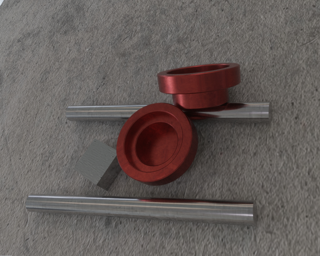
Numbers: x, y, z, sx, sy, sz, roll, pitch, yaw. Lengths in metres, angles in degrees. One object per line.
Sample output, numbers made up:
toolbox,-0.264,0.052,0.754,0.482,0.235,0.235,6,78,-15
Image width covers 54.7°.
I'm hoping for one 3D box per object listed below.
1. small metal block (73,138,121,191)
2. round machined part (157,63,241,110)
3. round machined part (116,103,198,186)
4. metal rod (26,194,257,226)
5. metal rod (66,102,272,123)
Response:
small metal block,-0.079,0.048,0.416,0.050,0.025,0.050,24,74,36
round machined part,0.048,-0.051,0.377,0.099,0.042,0.098,-7,16,2
round machined part,0.000,0.022,0.375,0.098,0.042,0.098,-11,63,23
metal rod,-0.042,0.094,0.368,0.300,0.025,0.025,-4,60,25
metal rod,-0.008,-0.020,0.420,0.300,0.025,0.025,1,62,28
